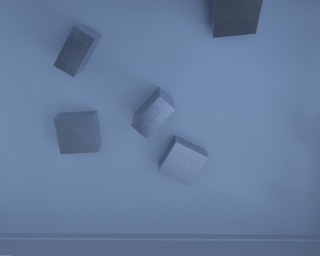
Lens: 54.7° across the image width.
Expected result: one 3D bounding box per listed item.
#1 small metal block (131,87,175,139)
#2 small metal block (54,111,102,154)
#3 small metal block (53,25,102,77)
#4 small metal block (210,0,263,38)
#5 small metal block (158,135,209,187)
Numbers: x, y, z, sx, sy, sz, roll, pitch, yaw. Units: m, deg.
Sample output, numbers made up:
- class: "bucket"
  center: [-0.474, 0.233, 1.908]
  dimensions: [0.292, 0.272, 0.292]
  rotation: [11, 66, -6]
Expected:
- class: "small metal block"
  center: [-0.008, -0.020, 0.390]
  dimensions: [0.025, 0.050, 0.050]
  rotation: [41, 105, -14]
- class: "small metal block"
  center: [-0.108, 0.006, 0.412]
  dimensions: [0.050, 0.025, 0.050]
  rotation: [-3, 110, 0]
- class: "small metal block"
  center: [-0.095, -0.092, 0.363]
  dimensions: [0.025, 0.050, 0.050]
  rotation: [30, 107, -11]
- class: "small metal block"
  center: [0.085, -0.133, 0.351]
  dimensions: [0.050, 0.025, 0.050]
  rotation: [-5, 145, 1]
- class: "small metal block"
  center: [0.031, 0.046, 0.429]
  dimensions: [0.050, 0.025, 0.050]
  rotation: [26, 108, -10]
